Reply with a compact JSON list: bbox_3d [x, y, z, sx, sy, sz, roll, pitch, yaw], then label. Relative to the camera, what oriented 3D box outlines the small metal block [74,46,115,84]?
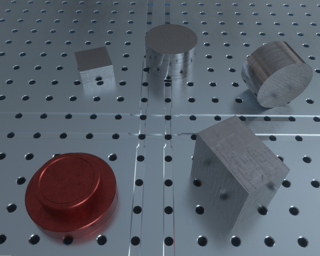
[{"bbox_3d":[-0.104,-0.100,0.490,0.050,0.025,0.050,-15,52,-13],"label":"small metal block"}]

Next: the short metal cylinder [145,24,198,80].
[{"bbox_3d":[0.017,-0.122,0.494,0.081,0.050,0.080,0,50,0],"label":"short metal cylinder"}]

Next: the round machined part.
[{"bbox_3d":[-0.097,0.066,0.340,0.099,0.042,0.098,0,50,0],"label":"round machined part"}]

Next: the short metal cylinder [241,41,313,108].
[{"bbox_3d":[0.163,-0.074,0.437,0.081,0.080,0.050,-12,51,-11],"label":"short metal cylinder"}]

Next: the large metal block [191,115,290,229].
[{"bbox_3d":[0.080,0.047,0.333,0.050,0.080,0.080,-24,54,-19],"label":"large metal block"}]
